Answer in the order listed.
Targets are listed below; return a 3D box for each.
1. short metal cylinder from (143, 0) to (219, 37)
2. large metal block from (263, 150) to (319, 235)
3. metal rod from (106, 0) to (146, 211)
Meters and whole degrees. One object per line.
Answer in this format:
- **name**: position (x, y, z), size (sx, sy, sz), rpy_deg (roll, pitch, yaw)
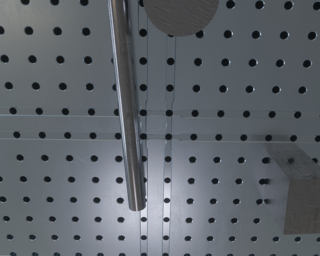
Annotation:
- **short metal cylinder**: position (0.022, -0.145, 0.347), size (0.081, 0.050, 0.079), rpy_deg (0, 110, 0)
- **large metal block**: position (0.180, 0.084, 0.417), size (0.050, 0.080, 0.079), rpy_deg (-2, 110, 1)
- **metal rod**: position (-0.042, -0.024, 0.403), size (0.025, 0.025, 0.298), rpy_deg (-3, 110, 1)
